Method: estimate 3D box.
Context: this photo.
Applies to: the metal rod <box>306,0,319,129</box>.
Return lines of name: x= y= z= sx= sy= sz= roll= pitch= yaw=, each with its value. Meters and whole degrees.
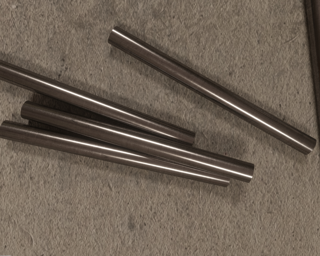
metal rod: x=0.221 y=-0.058 z=0.412 sx=0.025 sy=0.025 sz=0.298 roll=-6 pitch=90 yaw=0

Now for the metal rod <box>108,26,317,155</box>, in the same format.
metal rod: x=0.069 y=-0.049 z=0.410 sx=0.301 sy=0.025 sz=0.025 roll=30 pitch=90 yaw=-1

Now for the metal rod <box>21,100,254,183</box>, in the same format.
metal rod: x=-0.031 y=0.016 z=0.397 sx=0.302 sy=0.025 sz=0.025 roll=16 pitch=90 yaw=4

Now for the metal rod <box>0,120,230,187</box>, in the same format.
metal rod: x=-0.057 y=0.034 z=0.409 sx=0.302 sy=0.025 sz=0.025 roll=12 pitch=90 yaw=-1

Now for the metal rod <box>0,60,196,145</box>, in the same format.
metal rod: x=-0.098 y=-0.035 z=0.408 sx=0.301 sy=0.025 sz=0.025 roll=20 pitch=90 yaw=-1
